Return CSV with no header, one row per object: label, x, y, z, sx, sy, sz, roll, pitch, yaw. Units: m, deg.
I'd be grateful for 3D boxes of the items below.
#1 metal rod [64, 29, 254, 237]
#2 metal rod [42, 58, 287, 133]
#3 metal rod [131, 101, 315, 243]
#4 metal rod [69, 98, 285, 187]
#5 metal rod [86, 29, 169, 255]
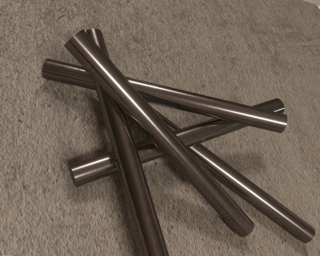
metal rod,0.011,0.019,0.345,0.300,0.025,0.025,48,49,-17
metal rod,0.009,-0.039,0.385,0.302,0.025,0.025,13,55,-3
metal rod,0.083,0.058,0.415,0.301,0.025,0.025,37,51,-4
metal rod,0.040,0.010,0.388,0.302,0.025,0.025,-17,71,-24
metal rod,-0.037,0.025,0.326,0.025,0.025,0.299,-7,69,-32
